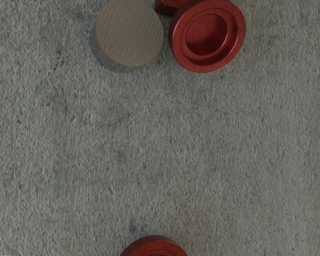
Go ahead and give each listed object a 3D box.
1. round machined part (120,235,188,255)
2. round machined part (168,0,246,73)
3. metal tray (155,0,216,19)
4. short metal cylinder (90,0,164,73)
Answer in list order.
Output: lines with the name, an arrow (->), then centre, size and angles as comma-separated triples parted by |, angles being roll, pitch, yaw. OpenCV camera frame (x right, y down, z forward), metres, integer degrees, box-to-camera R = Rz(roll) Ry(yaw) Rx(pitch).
round machined part -> -0.012, 0.186, 0.397 | 0.099, 0.042, 0.097 | 0, 90, -21
round machined part -> 0.058, -0.125, 0.405 | 0.099, 0.042, 0.097 | -9, 130, -10
metal tray -> 0.044, -0.217, 0.423 | 0.091, 0.030, 0.129 | 5, 89, -20
short metal cylinder -> -0.042, -0.111, 0.381 | 0.081, 0.050, 0.079 | 0, 90, -21
